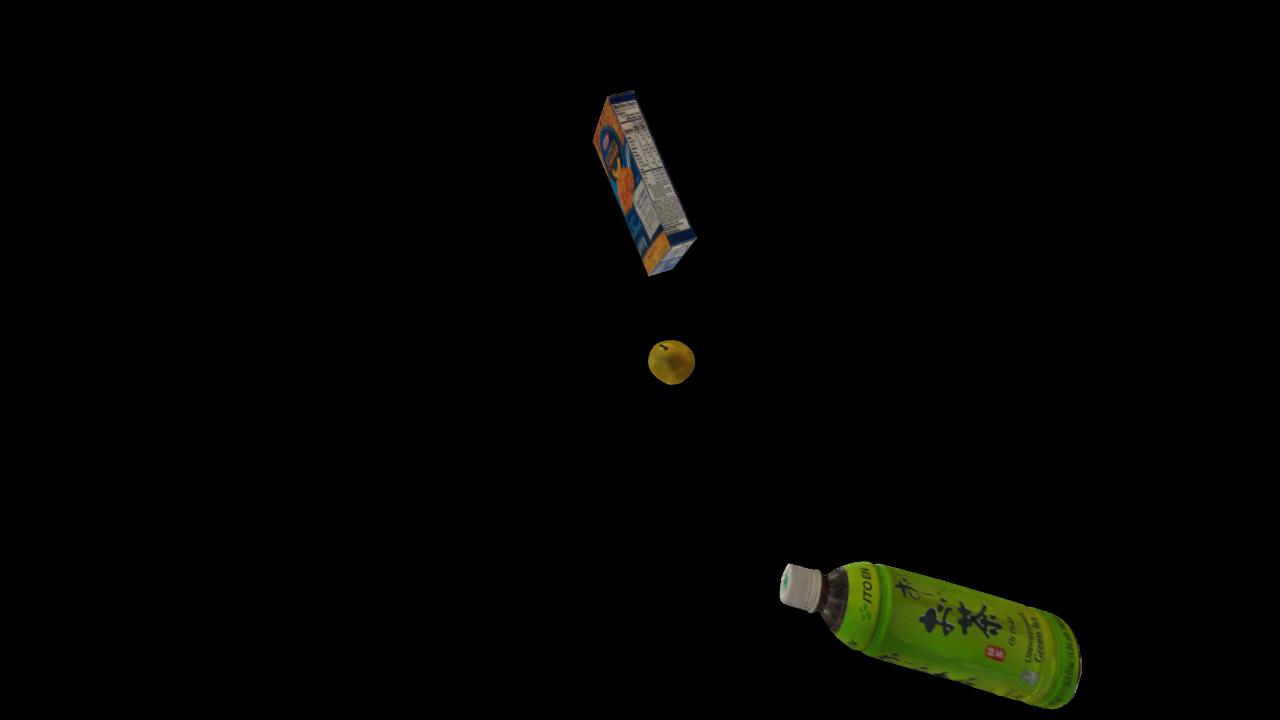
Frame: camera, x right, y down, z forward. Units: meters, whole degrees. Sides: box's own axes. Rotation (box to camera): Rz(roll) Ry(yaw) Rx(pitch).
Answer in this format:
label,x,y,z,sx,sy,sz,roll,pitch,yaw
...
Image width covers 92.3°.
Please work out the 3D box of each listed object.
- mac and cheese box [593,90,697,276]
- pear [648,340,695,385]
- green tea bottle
label,x,y,z,sx,sy,sz,roll,pitch,yaw
mac and cheese box,0.002,-0.198,0.706,0.041,0.184,0.093,-20,-7,-17
pear,0.053,-0.005,1.016,0.080,0.080,0.111,0,-17,0
green tea bottle,0.215,0.202,0.476,0.212,0.073,0.073,14,1,5
